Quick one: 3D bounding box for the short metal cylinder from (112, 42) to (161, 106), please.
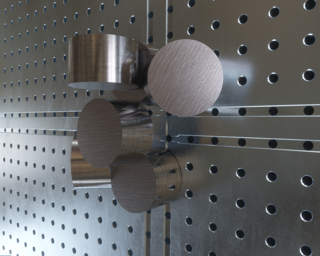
[{"bbox_3d":[-0.021,-0.069,0.410,0.080,0.050,0.079,1,91,40],"label":"short metal cylinder"}]

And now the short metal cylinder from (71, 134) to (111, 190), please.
[{"bbox_3d":[-0.093,0.047,0.444,0.050,0.080,0.080,-2,89,-4],"label":"short metal cylinder"}]

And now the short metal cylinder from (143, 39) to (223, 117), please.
[{"bbox_3d":[0.023,-0.055,0.345,0.050,0.081,0.079,-138,56,-78],"label":"short metal cylinder"}]

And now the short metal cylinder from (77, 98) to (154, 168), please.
[{"bbox_3d":[-0.055,0.006,0.372,0.080,0.050,0.079,0,90,40],"label":"short metal cylinder"}]

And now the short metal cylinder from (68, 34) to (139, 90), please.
[{"bbox_3d":[-0.065,-0.073,0.360,0.080,0.081,0.050,1,91,40],"label":"short metal cylinder"}]

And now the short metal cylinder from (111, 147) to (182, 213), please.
[{"bbox_3d":[-0.019,0.067,0.408,0.080,0.050,0.079,1,91,39],"label":"short metal cylinder"}]
